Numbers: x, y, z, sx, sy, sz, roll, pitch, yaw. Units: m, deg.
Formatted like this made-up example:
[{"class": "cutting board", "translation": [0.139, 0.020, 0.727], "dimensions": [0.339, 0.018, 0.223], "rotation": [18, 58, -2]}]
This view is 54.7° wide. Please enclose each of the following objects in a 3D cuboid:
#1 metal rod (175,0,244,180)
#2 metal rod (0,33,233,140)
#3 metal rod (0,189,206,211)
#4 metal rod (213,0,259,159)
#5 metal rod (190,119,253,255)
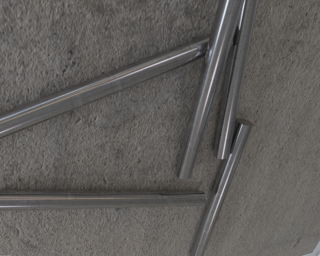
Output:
[{"class": "metal rod", "translation": [0.058, -0.049, 0.381], "dimensions": [0.025, 0.025, 0.298], "rotation": [-8, 130, -24]}, {"class": "metal rod", "translation": [-0.051, -0.052, 0.346], "dimensions": [0.302, 0.025, 0.025], "rotation": [-24, 127, -14]}, {"class": "metal rod", "translation": [-0.059, 0.100, 0.435], "dimensions": [0.302, 0.025, 0.025], "rotation": [8, 115, -32]}, {"class": "metal rod", "translation": [0.102, -0.087, 0.408], "dimensions": [0.025, 0.025, 0.298], "rotation": [-11, 123, -22]}, {"class": "metal rod", "translation": [0.099, 0.122, 0.536], "dimensions": [0.025, 0.025, 0.298], "rotation": [-2, 119, -28]}]
